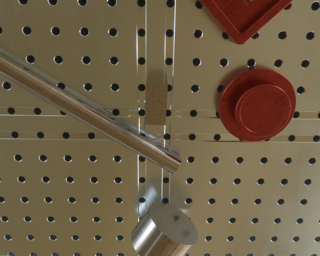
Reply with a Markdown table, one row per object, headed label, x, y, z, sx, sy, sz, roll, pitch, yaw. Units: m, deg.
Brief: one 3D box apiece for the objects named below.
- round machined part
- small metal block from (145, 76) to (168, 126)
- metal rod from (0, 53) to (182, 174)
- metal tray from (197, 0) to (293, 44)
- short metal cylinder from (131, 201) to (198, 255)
| label | x | y | z | sx | sy | sz | roll | pitch | yaw |
| --- | --- | --- | --- | --- | --- | --- | --- | --- | --- |
| round machined part | 0.126 | -0.027 | 0.396 | 0.099 | 0.042 | 0.097 | 0 | 110 | -1 |
| small metal block | -0.005 | -0.035 | 0.387 | 0.025 | 0.050 | 0.050 | 3 | 110 | -1 |
| metal rod | -0.104 | -0.023 | 0.403 | 0.301 | 0.025 | 0.025 | 31 | 107 | -11 |
| metal tray | 0.082 | -0.172 | 0.348 | 0.090 | 0.030 | 0.130 | -42 | 106 | 13 |
| short metal cylinder | 0.006 | 0.151 | 0.440 | 0.080 | 0.080 | 0.050 | 30 | 107 | -11 |
